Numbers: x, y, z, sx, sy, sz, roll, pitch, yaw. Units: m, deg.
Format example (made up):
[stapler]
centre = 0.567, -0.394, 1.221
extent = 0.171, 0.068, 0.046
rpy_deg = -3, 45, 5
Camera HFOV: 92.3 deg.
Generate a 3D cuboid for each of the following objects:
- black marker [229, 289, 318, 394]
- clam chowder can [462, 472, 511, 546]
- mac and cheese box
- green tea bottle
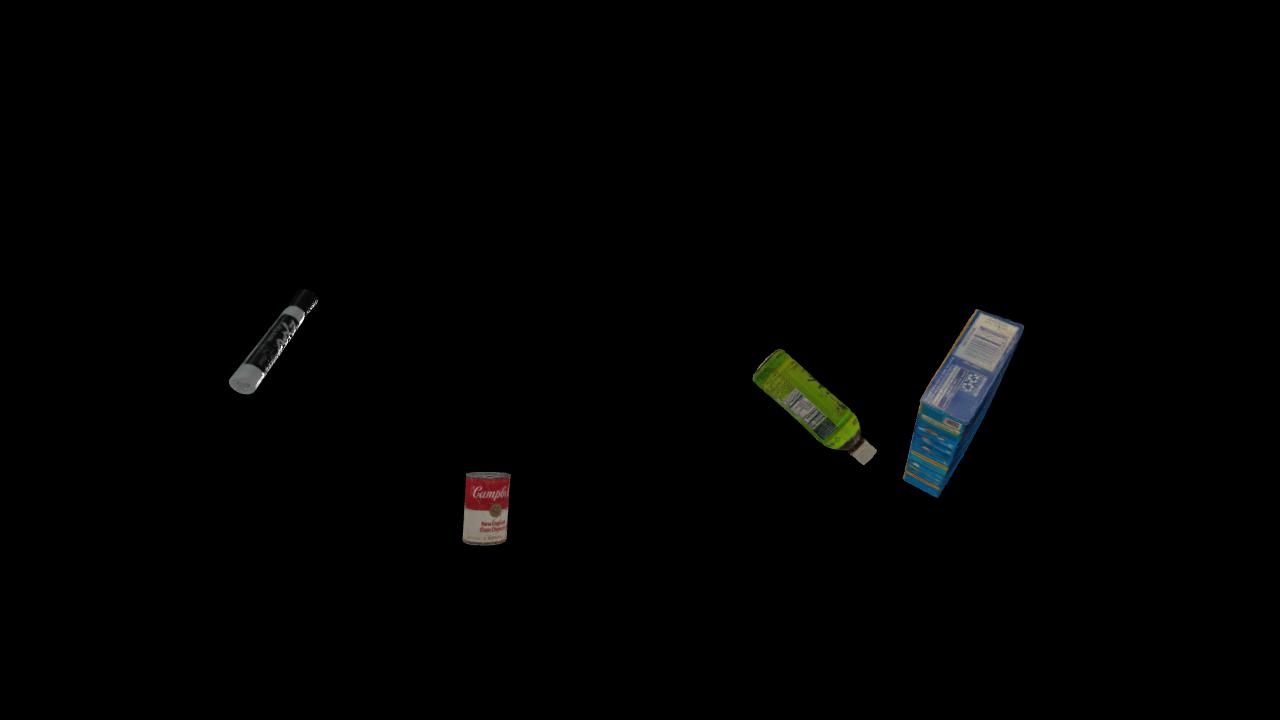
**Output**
[black marker]
centre = -0.299, -0.020, 0.508
extent = 0.020, 0.020, 0.121
rpy_deg = 0, 41, 1
[clam chowder can]
centre = -0.236, 0.227, 0.945
extent = 0.068, 0.102, 0.068
rpy_deg = 3, -4, 0
[mac and cheese box]
centre = 0.265, 0.045, 0.517
extent = 0.041, 0.093, 0.184
rpy_deg = 28, -17, 29
[green tea bottle]
centre = 0.269, 0.076, 0.943
extent = 0.212, 0.073, 0.073
rpy_deg = 46, 14, 14
